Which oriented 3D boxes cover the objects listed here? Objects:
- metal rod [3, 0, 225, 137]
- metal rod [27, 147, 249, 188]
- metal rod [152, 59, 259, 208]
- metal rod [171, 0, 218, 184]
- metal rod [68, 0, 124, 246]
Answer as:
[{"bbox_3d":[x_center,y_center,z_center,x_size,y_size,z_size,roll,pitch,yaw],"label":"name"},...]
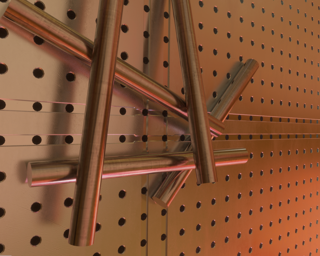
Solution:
[{"bbox_3d":[-0.029,-0.057,0.371,0.301,0.025,0.025,27,73,-32],"label":"metal rod"},{"bbox_3d":[-0.002,0.044,0.386,0.303,0.025,0.025,-1,91,-33],"label":"metal rod"},{"bbox_3d":[0.082,-0.007,0.480,0.301,0.025,0.025,-52,121,-27],"label":"metal rod"},{"bbox_3d":[0.040,-0.079,0.401,0.025,0.025,0.298,2,75,-40],"label":"metal rod"},{"bbox_3d":[-0.061,-0.035,0.316,0.025,0.025,0.298,10,84,-40],"label":"metal rod"}]
